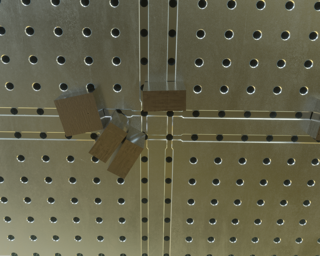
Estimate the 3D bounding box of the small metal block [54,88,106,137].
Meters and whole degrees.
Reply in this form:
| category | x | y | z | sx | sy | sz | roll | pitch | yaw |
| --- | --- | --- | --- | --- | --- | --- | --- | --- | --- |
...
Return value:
| category | x | y | z | sx | sy | sz | roll | pitch | yaw |
| --- | --- | --- | --- | --- | --- | --- | --- | --- | --- |
| small metal block | -0.103 | -0.021 | 0.405 | 0.050 | 0.025 | 0.050 | -11 | 110 | 4 |

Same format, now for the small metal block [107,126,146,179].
| category | x | y | z | sx | sy | sz | roll | pitch | yaw |
| --- | --- | --- | --- | --- | --- | --- | --- | --- | --- |
| small metal block | -0.044 | 0.031 | 0.411 | 0.025 | 0.050 | 0.050 | 30 | 107 | -10 |

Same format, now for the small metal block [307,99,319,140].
| category | x | y | z | sx | sy | sz | roll | pitch | yaw |
| --- | --- | --- | --- | --- | --- | --- | --- | --- | --- |
| small metal block | 0.232 | -0.009 | 0.412 | 0.050 | 0.025 | 0.050 | 6 | 110 | -3 |

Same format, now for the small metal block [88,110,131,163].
| category | x | y | z | sx | sy | sz | roll | pitch | yaw |
| --- | --- | --- | --- | --- | --- | --- | --- | --- | --- |
| small metal block | -0.064 | 0.010 | 0.403 | 0.025 | 0.050 | 0.050 | 34 | 106 | -12 |

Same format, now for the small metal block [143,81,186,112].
| category | x | y | z | sx | sy | sz | roll | pitch | yaw |
| --- | --- | --- | --- | --- | --- | --- | --- | --- | --- |
| small metal block | 0.005 | -0.040 | 0.385 | 0.050 | 0.050 | 0.025 | -1 | 110 | 0 |
